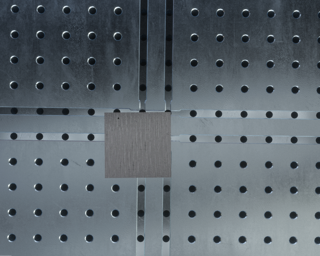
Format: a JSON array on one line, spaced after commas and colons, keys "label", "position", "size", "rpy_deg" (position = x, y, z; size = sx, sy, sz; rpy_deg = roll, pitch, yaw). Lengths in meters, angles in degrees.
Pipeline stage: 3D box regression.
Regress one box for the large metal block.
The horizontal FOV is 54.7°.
[{"label": "large metal block", "position": [-0.027, 0.021, 0.401], "size": [0.081, 0.050, 0.079], "rpy_deg": [0, 90, -1]}]
